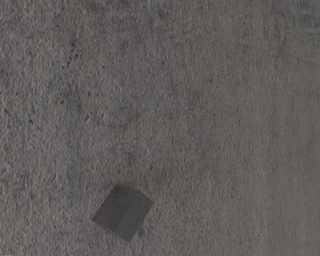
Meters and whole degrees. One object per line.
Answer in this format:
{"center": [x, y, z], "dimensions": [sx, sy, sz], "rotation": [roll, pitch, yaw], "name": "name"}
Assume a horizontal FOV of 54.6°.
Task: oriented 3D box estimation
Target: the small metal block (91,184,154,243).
{"center": [-0.043, 0.095, 0.352], "dimensions": [0.025, 0.050, 0.050], "rotation": [49, 61, -29], "name": "small metal block"}
